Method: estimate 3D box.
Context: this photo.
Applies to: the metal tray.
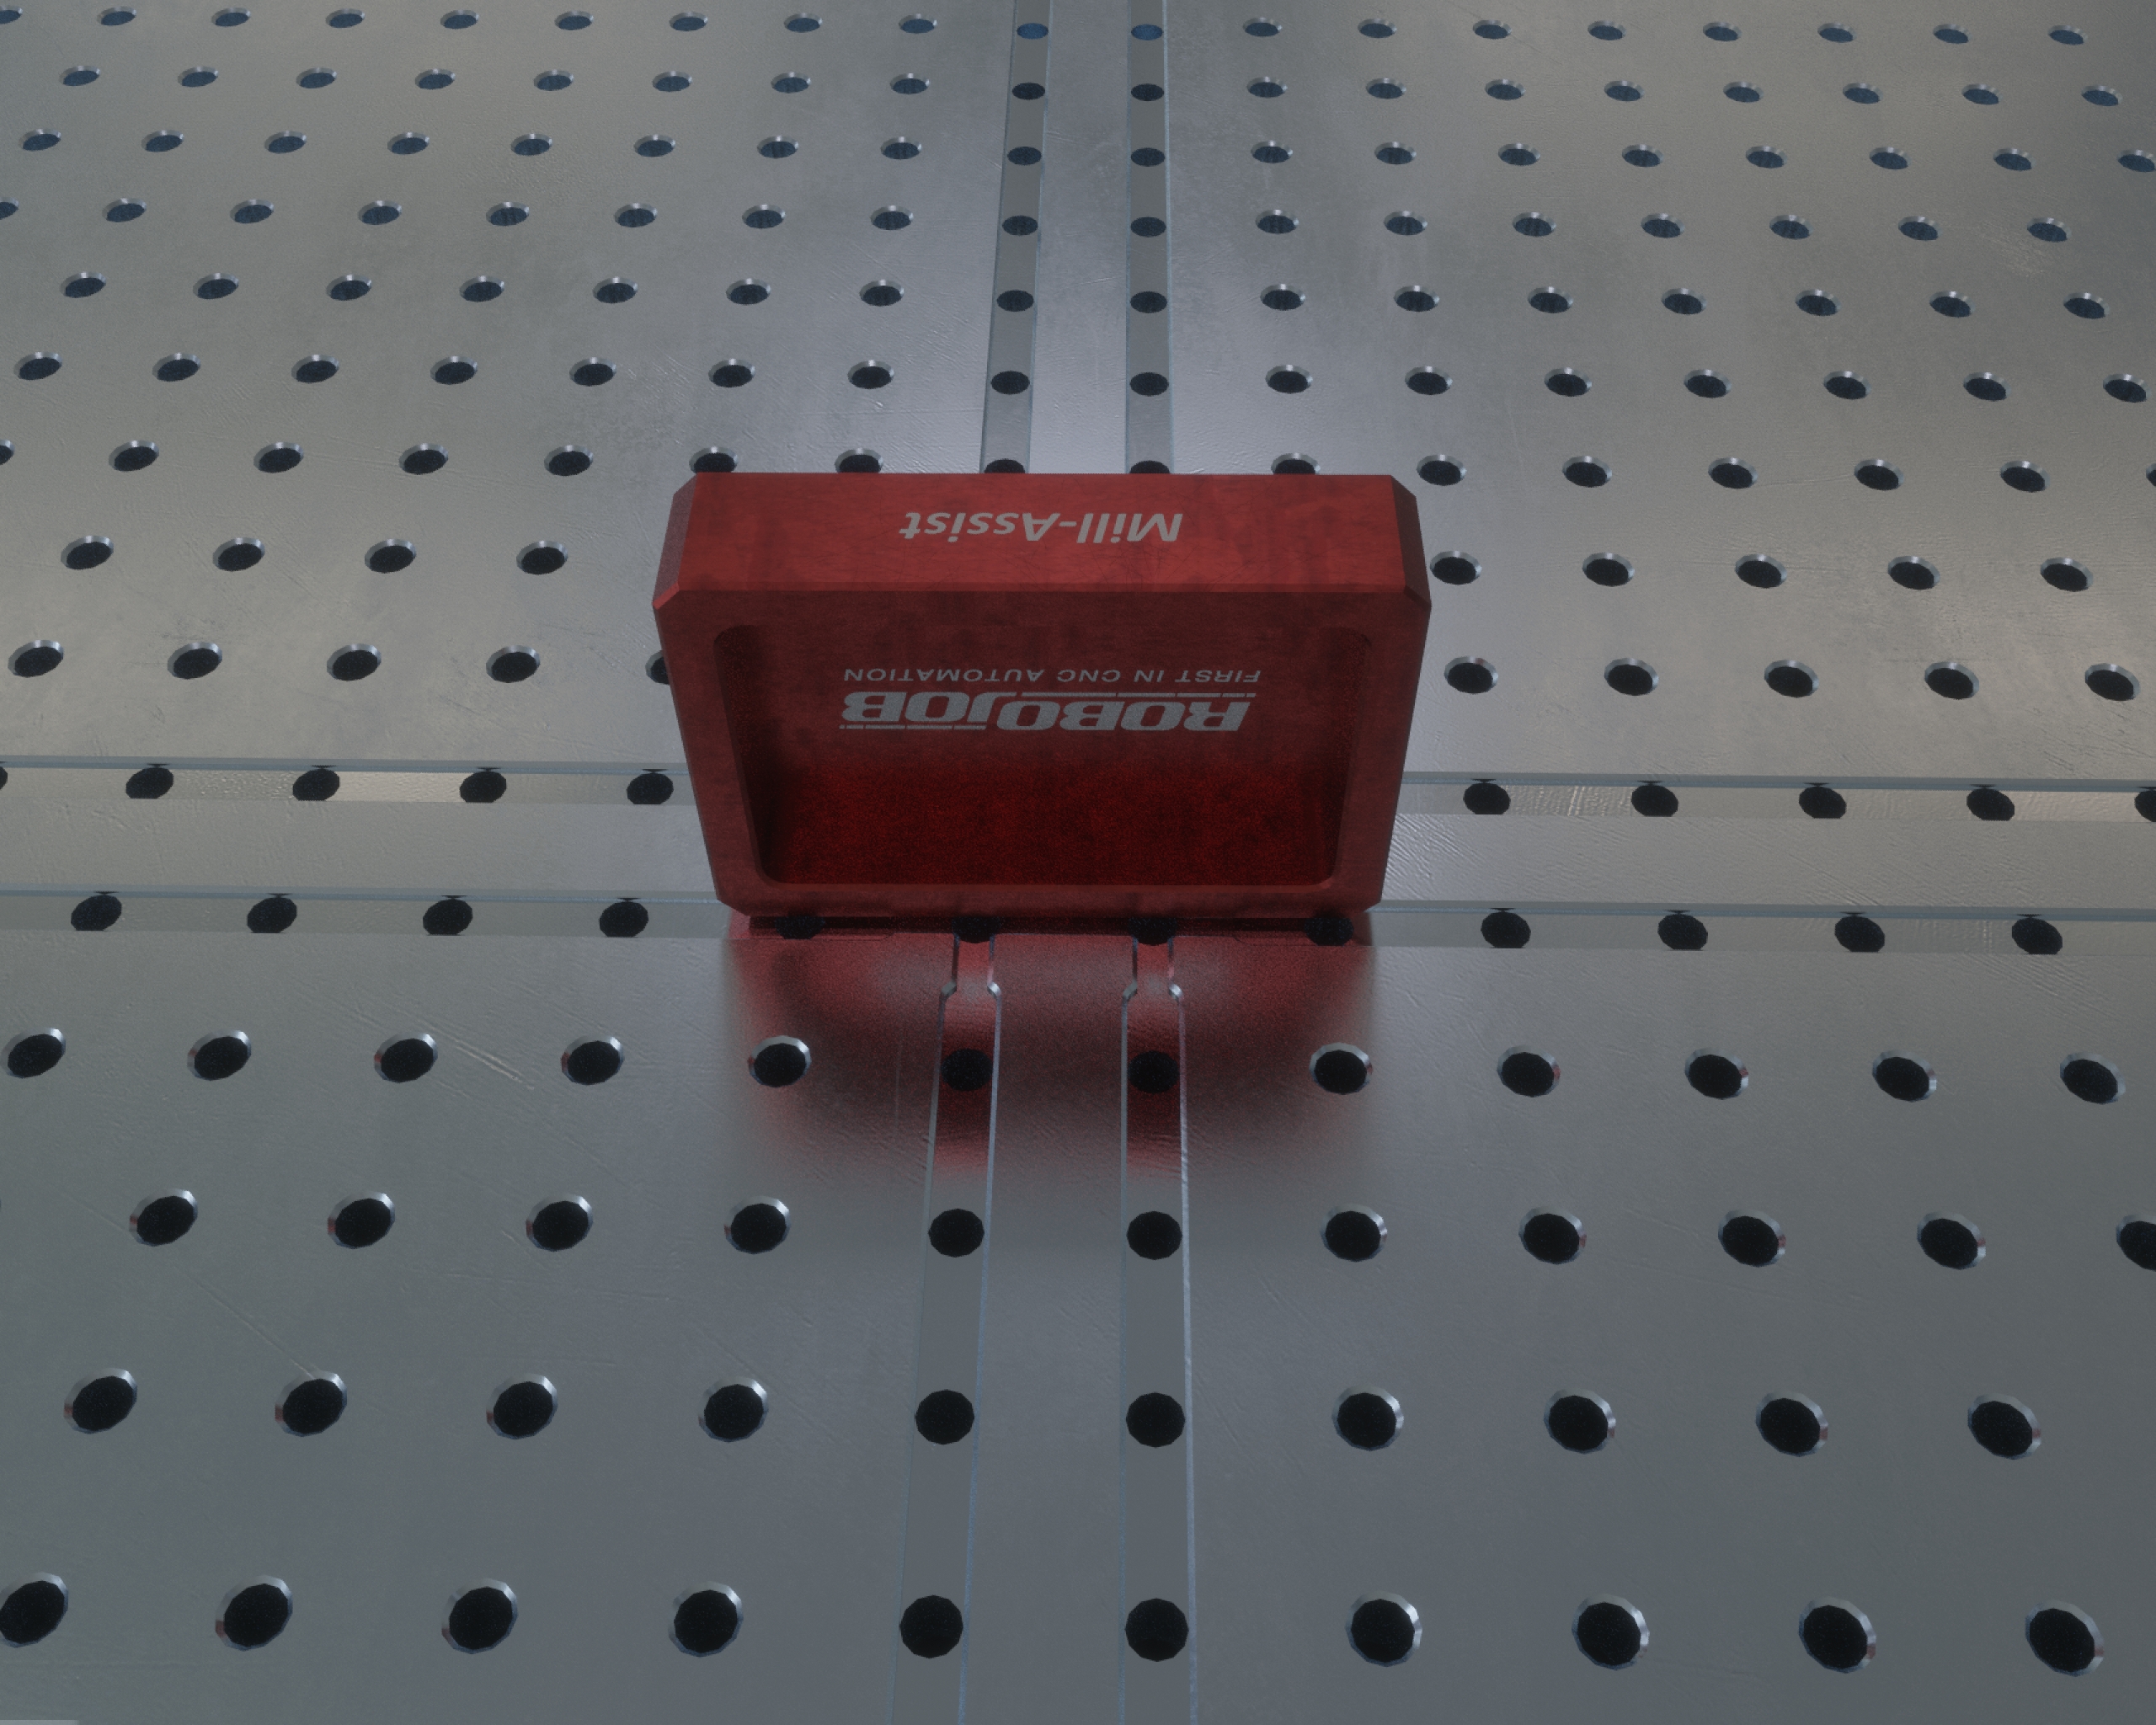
[{"bbox_3d":[-0.006,-0.029,0.389,0.131,0.090,0.030,0,50,0],"label":"metal tray"}]
